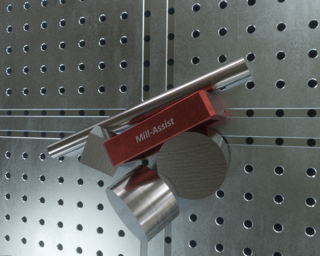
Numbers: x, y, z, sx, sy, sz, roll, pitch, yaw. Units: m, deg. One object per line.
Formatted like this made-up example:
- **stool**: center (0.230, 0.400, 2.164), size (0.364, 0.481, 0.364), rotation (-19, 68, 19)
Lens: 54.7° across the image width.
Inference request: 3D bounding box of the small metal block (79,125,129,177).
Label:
- **small metal block**: center (-0.075, 0.031, 0.422), size (0.050, 0.025, 0.050), rotation (24, 115, -1)

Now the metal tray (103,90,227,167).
- **metal tray**: center (0.009, 0.002, 0.371), size (0.130, 0.090, 0.030), rotation (-28, 81, 18)

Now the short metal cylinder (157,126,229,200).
- **short metal cylinder**: center (0.042, 0.040, 0.375), size (0.080, 0.050, 0.079), rotation (2, 99, 15)

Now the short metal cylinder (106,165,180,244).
- **short metal cylinder**: center (-0.022, 0.092, 0.380), size (0.050, 0.080, 0.080), rotation (-35, 75, -26)

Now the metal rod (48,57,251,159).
- **metal rod**: center (-0.027, -0.020, 0.418), size (0.300, 0.025, 0.025), rotation (-22, 83, 18)
